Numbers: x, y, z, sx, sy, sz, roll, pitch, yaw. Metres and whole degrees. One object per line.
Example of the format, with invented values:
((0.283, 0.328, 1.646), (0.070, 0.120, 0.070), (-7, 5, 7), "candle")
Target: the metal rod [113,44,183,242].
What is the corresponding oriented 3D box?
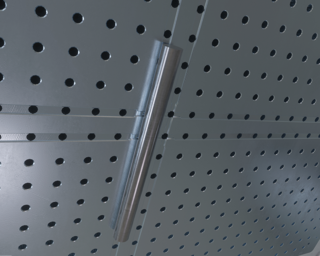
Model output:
((-0.023, 0.037, 0.420), (0.025, 0.025, 0.298), (2, 118, -29), "metal rod")
